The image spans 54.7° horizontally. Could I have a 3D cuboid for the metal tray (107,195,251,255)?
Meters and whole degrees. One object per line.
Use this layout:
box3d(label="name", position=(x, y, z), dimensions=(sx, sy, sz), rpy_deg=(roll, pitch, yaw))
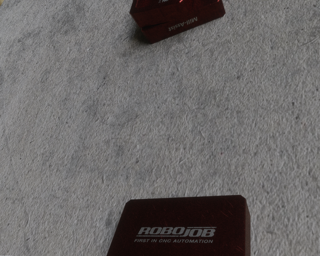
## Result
box3d(label="metal tray", position=(0.018, 0.112, 0.299), dimensions=(0.130, 0.030, 0.090), rpy_deg=(-7, 36, 21))

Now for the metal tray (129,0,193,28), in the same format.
box3d(label="metal tray", position=(0.009, -0.225, 0.494), dimensions=(0.090, 0.030, 0.130), rpy_deg=(-3, 60, 26))

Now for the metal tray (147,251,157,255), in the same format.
box3d(label="metal tray", position=(-0.022, 0.196, 0.291), dimensions=(0.130, 0.030, 0.090), rpy_deg=(-44, 51, -3))

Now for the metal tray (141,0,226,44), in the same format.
box3d(label="metal tray", position=(0.033, -0.199, 0.505), dimensions=(0.130, 0.030, 0.090), rpy_deg=(-16, 55, 18))
